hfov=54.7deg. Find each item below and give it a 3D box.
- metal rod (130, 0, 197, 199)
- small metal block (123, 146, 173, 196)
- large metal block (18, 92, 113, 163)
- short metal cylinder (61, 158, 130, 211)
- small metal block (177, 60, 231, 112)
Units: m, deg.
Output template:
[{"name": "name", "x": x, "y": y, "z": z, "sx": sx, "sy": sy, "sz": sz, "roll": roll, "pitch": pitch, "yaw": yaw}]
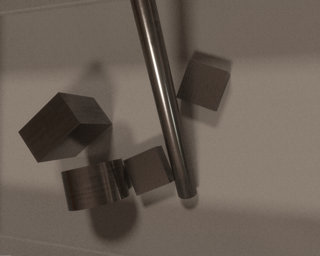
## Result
[{"name": "metal rod", "x": 0.002, "y": -0.051, "z": 0.346, "sx": 0.025, "sy": 0.025, "sz": 0.298, "roll": -6, "pitch": 113, "yaw": 19}, {"name": "small metal block", "x": -0.014, "y": 0.057, "z": 0.415, "sx": 0.050, "sy": 0.025, "sz": 0.050, "roll": -25, "pitch": 82, "yaw": 18}, {"name": "large metal block", "x": -0.126, "y": 0.000, "z": 0.424, "sx": 0.080, "sy": 0.080, "sz": 0.050, "roll": -40, "pitch": 78, "yaw": 15}, {"name": "short metal cylinder", "x": -0.085, "y": 0.074, "z": 0.410, "sx": 0.080, "sy": 0.080, "sz": 0.050, "roll": -14, "pitch": 86, "yaw": 19}, {"name": "small metal block", "x": 0.055, "y": -0.053, "z": 0.391, "sx": 0.050, "sy": 0.025, "sz": 0.050, "roll": 22, "pitch": 97, "yaw": 18}]
